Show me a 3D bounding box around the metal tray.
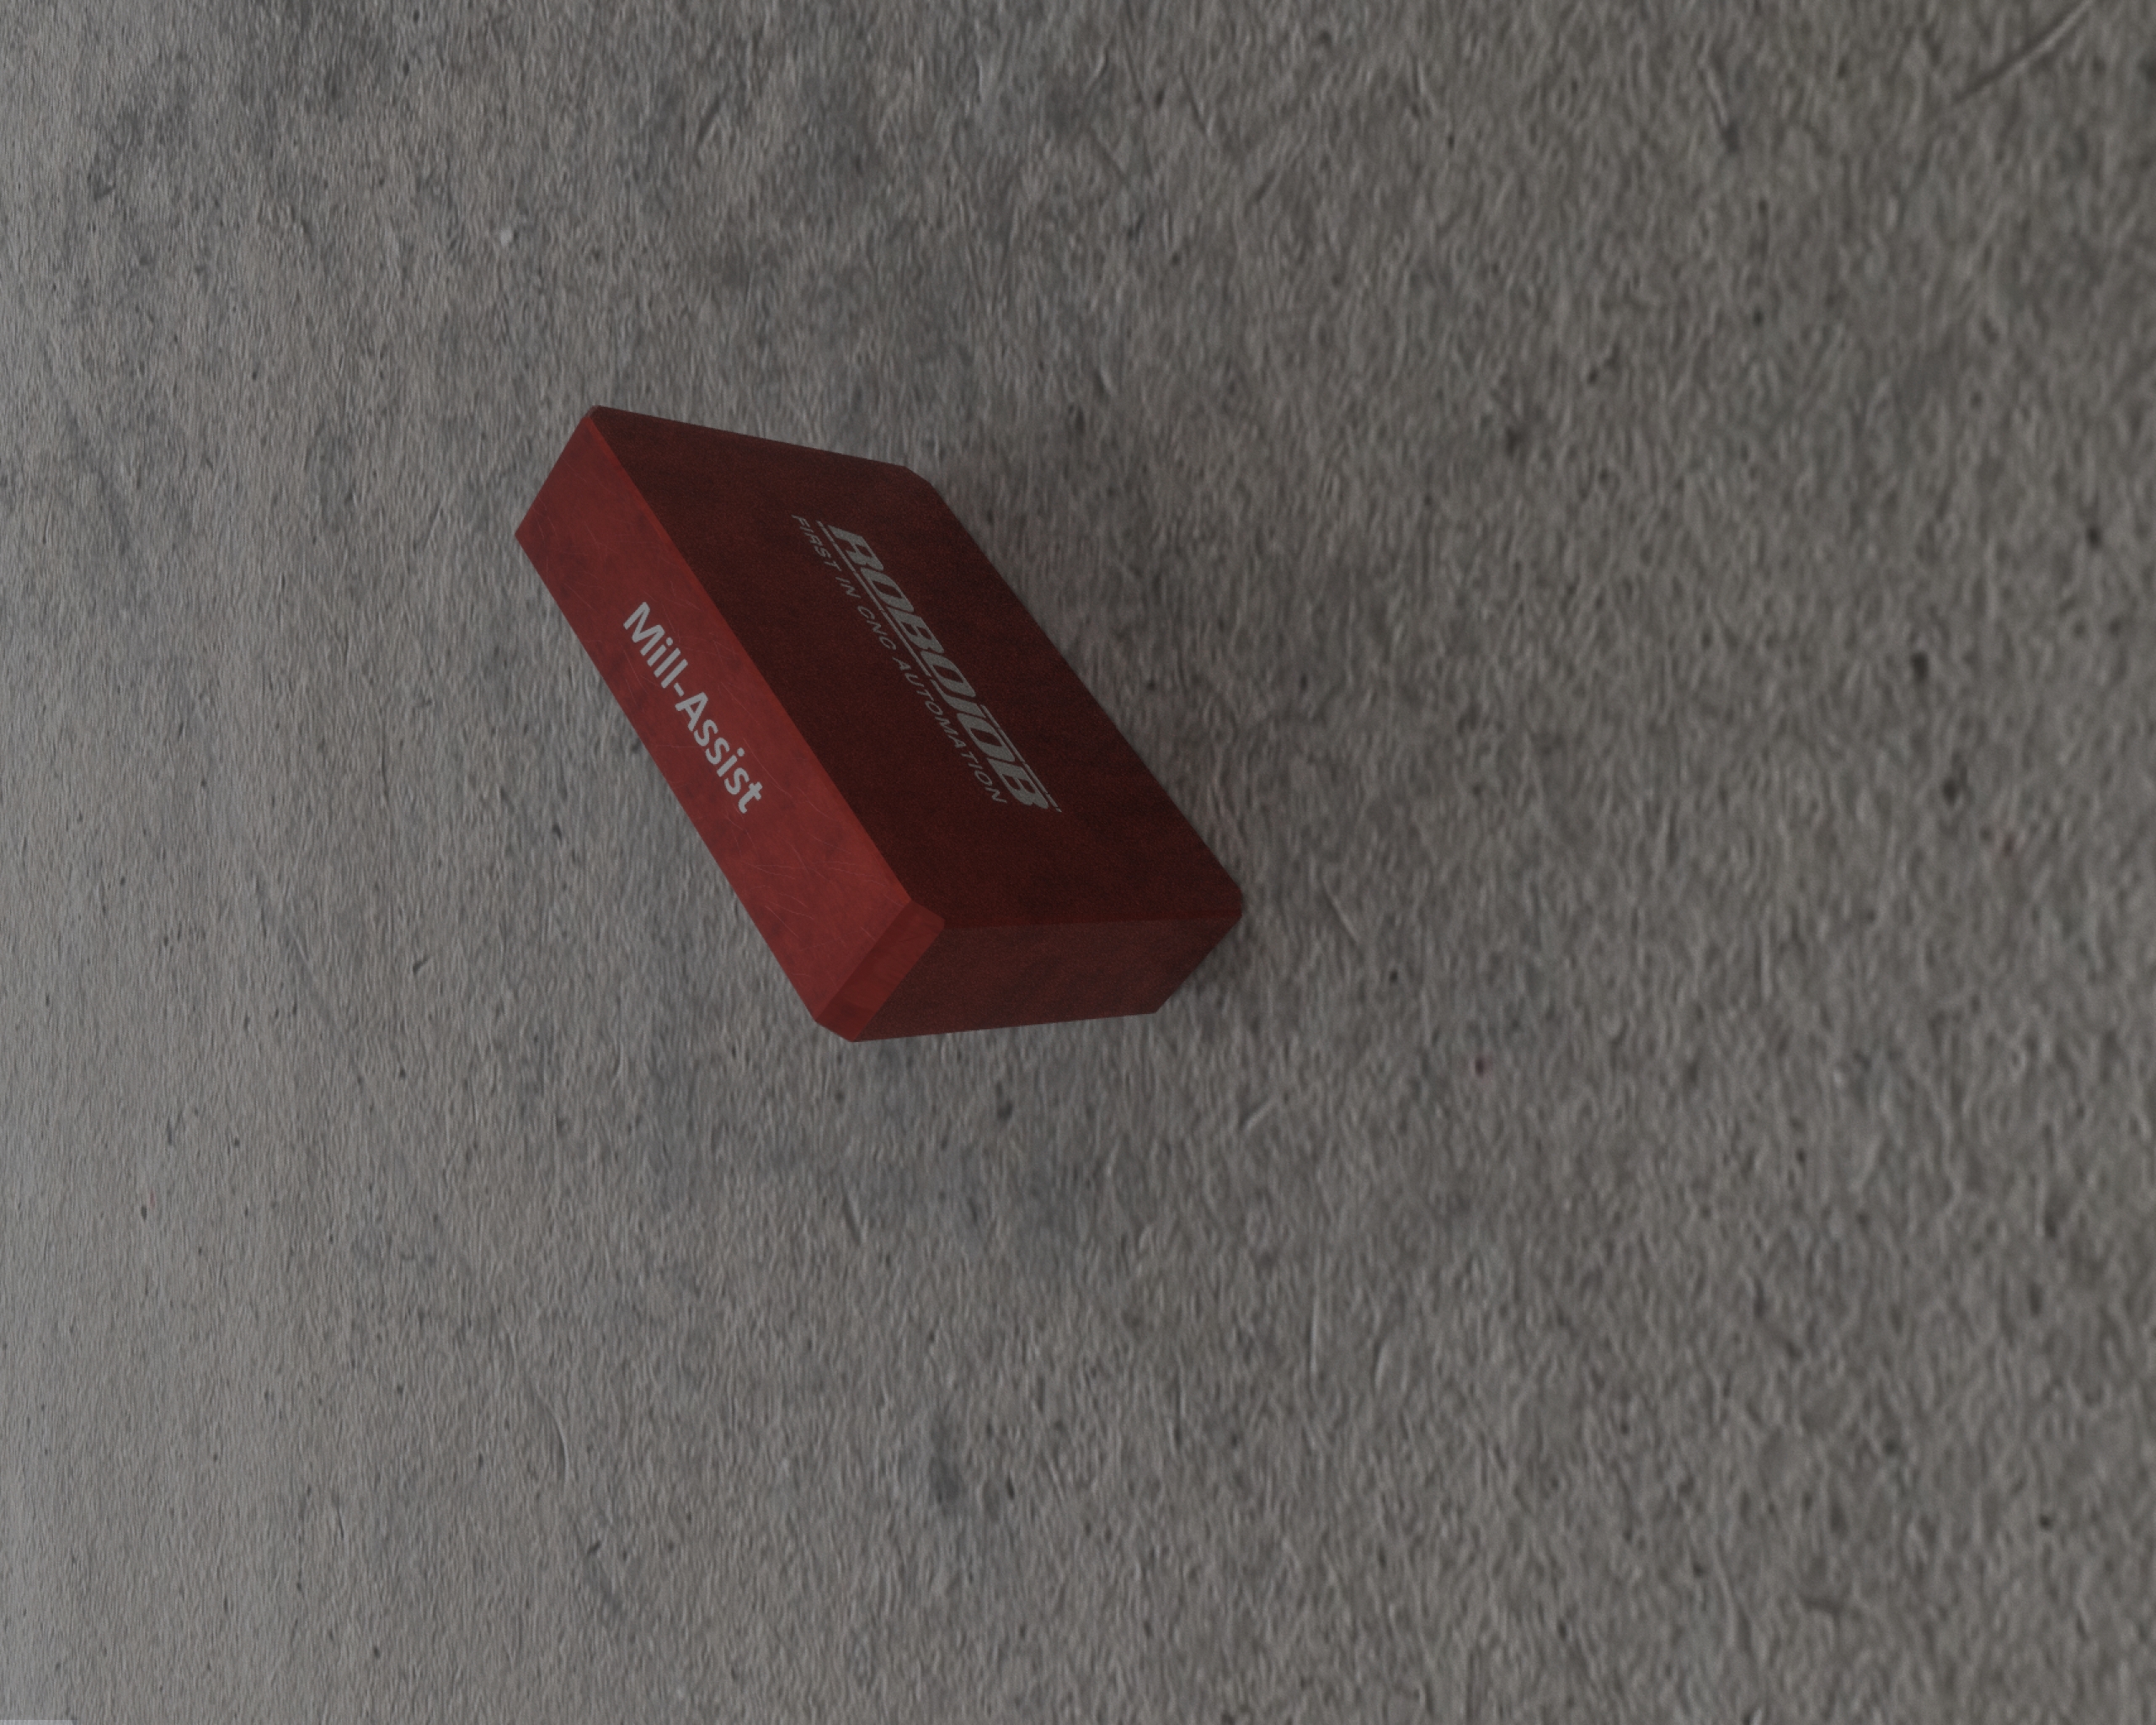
[{"bbox_3d":[-0.037,-0.028,0.394,0.030,0.091,0.130,-51,60,28],"label":"metal tray"}]
